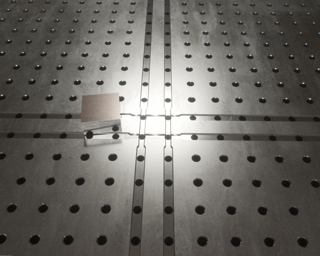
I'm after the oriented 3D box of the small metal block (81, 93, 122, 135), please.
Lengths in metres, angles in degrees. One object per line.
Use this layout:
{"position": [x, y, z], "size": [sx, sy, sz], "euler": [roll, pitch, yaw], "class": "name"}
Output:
{"position": [-0.079, -0.020, 0.424], "size": [0.050, 0.025, 0.050], "euler": [-5, 50, -5], "class": "small metal block"}
